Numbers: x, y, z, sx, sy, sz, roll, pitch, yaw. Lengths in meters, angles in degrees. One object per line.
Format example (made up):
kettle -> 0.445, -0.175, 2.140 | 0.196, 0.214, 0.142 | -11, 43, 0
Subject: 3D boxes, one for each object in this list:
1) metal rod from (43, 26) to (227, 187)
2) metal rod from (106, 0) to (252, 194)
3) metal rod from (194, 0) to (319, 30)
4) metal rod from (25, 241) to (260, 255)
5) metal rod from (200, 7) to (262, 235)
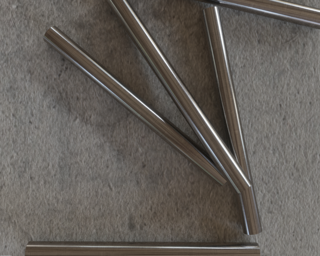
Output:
metal rod -> -0.029, -0.028, 0.409 | 0.300, 0.025, 0.025 | 40, 90, -1
metal rod -> 0.022, -0.049, 0.398 | 0.025, 0.025, 0.299 | -33, 86, 0
metal rod -> 0.072, -0.177, 0.410 | 0.302, 0.025, 0.025 | 13, 90, -1
metal rod -> -0.022, 0.164, 0.409 | 0.302, 0.025, 0.025 | 1, 90, -1
metal rod -> 0.094, -0.009, 0.411 | 0.025, 0.025, 0.298 | -11, 90, 0
